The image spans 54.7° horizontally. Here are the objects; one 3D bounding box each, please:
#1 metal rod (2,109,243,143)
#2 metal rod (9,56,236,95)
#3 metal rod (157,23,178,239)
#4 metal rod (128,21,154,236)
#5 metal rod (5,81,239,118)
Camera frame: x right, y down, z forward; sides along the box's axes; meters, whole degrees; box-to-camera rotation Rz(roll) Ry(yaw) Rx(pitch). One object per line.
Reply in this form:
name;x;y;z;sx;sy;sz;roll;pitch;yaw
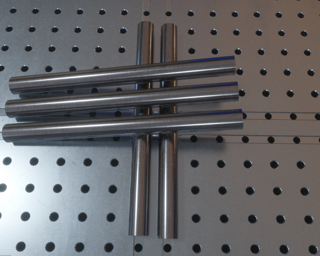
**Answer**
metal rod;-0.051;-0.002;0.389;0.302;0.025;0.025;-3;70;7
metal rod;-0.054;-0.070;0.415;0.302;0.025;0.025;-4;70;6
metal rod;0.011;-0.010;0.416;0.025;0.025;0.299;1;70;0
metal rod;-0.023;-0.013;0.416;0.025;0.025;0.299;1;70;0
metal rod;-0.053;-0.036;0.402;0.302;0.025;0.025;-4;70;7
